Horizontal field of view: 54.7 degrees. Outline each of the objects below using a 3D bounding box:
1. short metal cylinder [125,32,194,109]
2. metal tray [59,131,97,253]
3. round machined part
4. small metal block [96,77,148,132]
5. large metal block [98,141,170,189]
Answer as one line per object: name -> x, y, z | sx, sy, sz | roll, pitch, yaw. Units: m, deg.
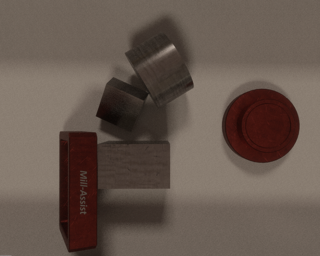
short metal cylinder -> -0.001, -0.071, 0.384 | 0.050, 0.080, 0.080 | -32, 90, 0
metal tray -> -0.101, 0.069, 0.375 | 0.030, 0.090, 0.129 | 0, 90, -24
round machined part -> 0.134, -0.003, 0.405 | 0.099, 0.042, 0.097 | 0, 90, -1
small metal block -> -0.049, -0.030, 0.400 | 0.050, 0.025, 0.050 | 25, 120, -1
large metal block -> -0.029, 0.042, 0.384 | 0.081, 0.080, 0.050 | 0, 90, -1
